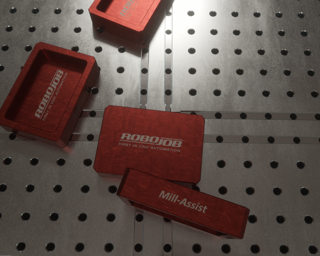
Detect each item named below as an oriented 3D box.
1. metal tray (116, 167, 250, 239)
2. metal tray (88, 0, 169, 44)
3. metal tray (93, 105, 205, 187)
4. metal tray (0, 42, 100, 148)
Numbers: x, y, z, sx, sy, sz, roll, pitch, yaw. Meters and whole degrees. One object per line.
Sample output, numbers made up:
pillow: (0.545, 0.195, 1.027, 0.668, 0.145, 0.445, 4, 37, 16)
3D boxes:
metal tray: (0.022, 0.087, 0.345, 0.131, 0.090, 0.030, 18, 71, 6)
metal tray: (-0.039, -0.203, 0.482, 0.090, 0.030, 0.130, 24, 71, 8)
metal tray: (-0.012, 0.023, 0.401, 0.131, 0.030, 0.090, 6, 70, 2)
metal tray: (-0.150, -0.048, 0.424, 0.090, 0.030, 0.130, 17, 71, 5)
